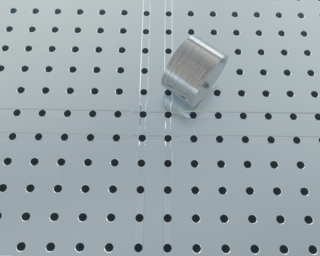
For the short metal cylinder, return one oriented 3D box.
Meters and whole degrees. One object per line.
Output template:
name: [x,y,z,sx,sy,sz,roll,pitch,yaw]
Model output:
short metal cylinder: [0.046,-0.075,0.411,0.050,0.080,0.080,36,74,12]
